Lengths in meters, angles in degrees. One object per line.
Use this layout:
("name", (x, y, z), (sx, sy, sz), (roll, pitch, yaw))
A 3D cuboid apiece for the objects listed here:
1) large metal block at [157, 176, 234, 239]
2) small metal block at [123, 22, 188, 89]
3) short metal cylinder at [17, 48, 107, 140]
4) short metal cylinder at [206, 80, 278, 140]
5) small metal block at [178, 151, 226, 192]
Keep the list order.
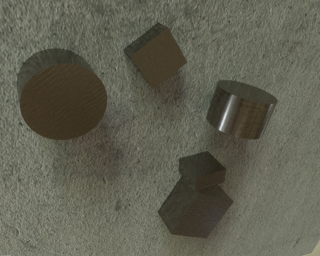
("large metal block", (0.057, 0.127, 0.501), (0.080, 0.050, 0.080), (22, 107, -36))
("small metal block", (-0.005, -0.082, 0.354), (0.050, 0.025, 0.050), (-39, 130, -2))
("short metal cylinder", (-0.100, -0.035, 0.315), (0.081, 0.050, 0.079), (-14, 124, -21))
("short metal cylinder", (0.108, -0.026, 0.414), (0.081, 0.080, 0.050), (0, 118, -29))
("small metal block", (0.062, 0.063, 0.464), (0.050, 0.050, 0.025), (-13, 124, -22))
